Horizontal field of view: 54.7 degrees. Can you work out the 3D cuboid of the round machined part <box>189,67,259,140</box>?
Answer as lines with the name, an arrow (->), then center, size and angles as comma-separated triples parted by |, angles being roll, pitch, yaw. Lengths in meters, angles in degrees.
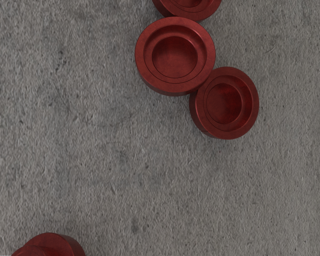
round machined part -> 0.084, -0.033, 0.431 | 0.099, 0.042, 0.097 | 0, 90, -20

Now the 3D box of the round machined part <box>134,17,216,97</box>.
round machined part -> 0.018, -0.087, 0.395 | 0.099, 0.042, 0.098 | 0, 80, 0

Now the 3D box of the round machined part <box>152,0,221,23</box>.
round machined part -> 0.031, -0.184, 0.411 | 0.099, 0.042, 0.097 | 0, 90, -20

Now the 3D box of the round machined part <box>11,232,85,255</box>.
round machined part -> -0.127, 0.159, 0.321 | 0.098, 0.098, 0.042 | -60, 144, -10
